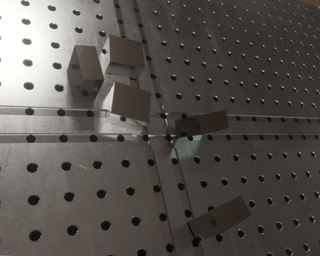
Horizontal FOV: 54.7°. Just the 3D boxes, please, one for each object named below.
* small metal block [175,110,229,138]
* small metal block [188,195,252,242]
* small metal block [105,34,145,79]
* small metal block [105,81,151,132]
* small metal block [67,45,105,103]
[{"bbox_3d":[0.057,-0.006,0.424,0.050,0.050,0.025,-12,91,-33],"label":"small metal block"},{"bbox_3d":[0.070,0.107,0.366,0.050,0.050,0.025,-16,71,-35],"label":"small metal block"},{"bbox_3d":[-0.052,-0.102,0.444,0.050,0.025,0.050,7,59,-25],"label":"small metal block"},{"bbox_3d":[-0.041,-0.027,0.404,0.050,0.025,0.050,15,56,-20],"label":"small metal block"},{"bbox_3d":[-0.093,-0.066,0.383,0.025,0.050,0.050,-4,64,-31],"label":"small metal block"}]
